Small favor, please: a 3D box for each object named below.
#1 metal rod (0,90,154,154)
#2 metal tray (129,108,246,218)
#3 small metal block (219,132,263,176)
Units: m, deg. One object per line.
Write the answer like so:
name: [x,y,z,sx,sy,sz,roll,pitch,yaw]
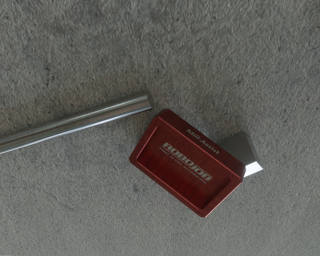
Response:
metal rod: [-0.153,0.005,0.409,0.301,0.025,0.025,-16,129,12]
metal tray: [0.033,0.047,0.406,0.130,0.030,0.089,37,125,6]
small metal block: [0.105,0.041,0.425,0.050,0.050,0.025,-29,136,22]
